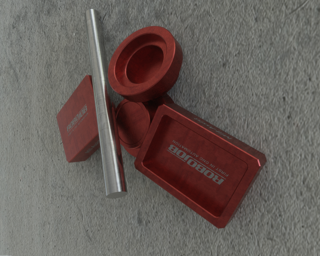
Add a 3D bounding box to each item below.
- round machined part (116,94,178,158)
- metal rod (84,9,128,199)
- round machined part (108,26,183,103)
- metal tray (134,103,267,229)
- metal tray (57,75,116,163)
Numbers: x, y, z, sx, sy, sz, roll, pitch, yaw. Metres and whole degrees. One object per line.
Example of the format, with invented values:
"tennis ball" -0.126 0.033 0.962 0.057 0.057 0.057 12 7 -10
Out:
"round machined part" -0.025 -0.007 0.417 0.098 0.042 0.097 0 90 40
"metal rod" -0.079 -0.051 0.428 0.025 0.025 0.299 -34 56 35
"round machined part" -0.015 -0.076 0.393 0.098 0.042 0.098 -14 61 27
"metal tray" 0.041 0.039 0.355 0.130 0.030 0.089 32 110 24
"metal tray" -0.116 -0.011 0.485 0.129 0.030 0.090 -38 64 42
